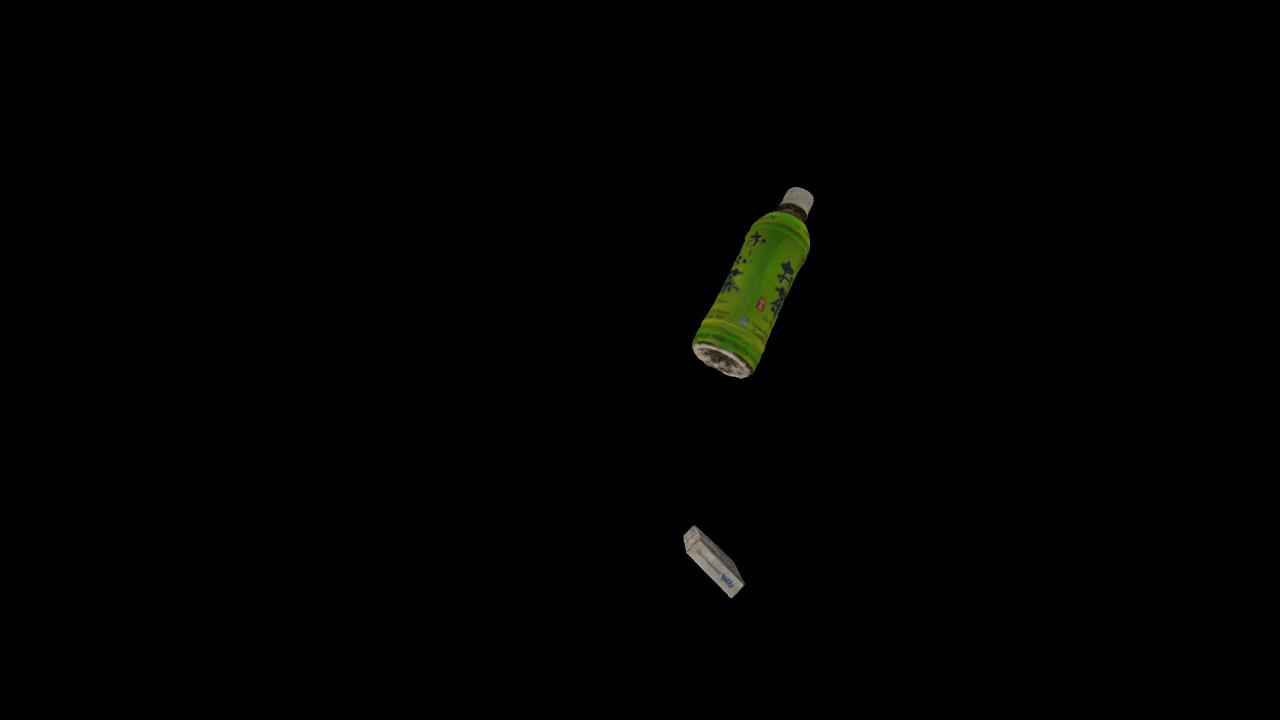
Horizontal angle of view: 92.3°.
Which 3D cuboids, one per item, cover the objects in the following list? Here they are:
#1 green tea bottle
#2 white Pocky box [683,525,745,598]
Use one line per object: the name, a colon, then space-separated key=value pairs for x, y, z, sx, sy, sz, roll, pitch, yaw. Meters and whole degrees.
green tea bottle: x=0.126 y=-0.087 z=0.636 sx=0.073 sy=0.212 sz=0.073 roll=24 pitch=-17 yaw=8
white Pocky box: x=0.100 y=0.275 z=0.857 sx=0.084 sy=0.028 sz=0.154 roll=43 pitch=-4 yaw=7
